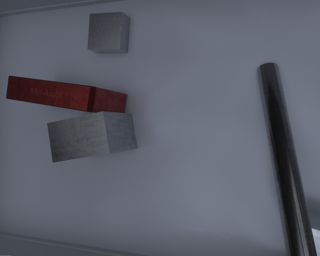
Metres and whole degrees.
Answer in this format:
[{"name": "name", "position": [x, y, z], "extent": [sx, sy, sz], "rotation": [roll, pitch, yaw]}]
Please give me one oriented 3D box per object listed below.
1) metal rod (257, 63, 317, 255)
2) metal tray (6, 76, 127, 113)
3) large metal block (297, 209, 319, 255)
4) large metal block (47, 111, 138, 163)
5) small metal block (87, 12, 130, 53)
[{"name": "metal rod", "position": [0.126, 0.063, 0.300], "extent": [0.025, 0.025, 0.299], "rotation": [-10, 61, 19]}, {"name": "metal tray", "position": [-0.123, -0.043, 0.417], "extent": [0.130, 0.090, 0.030], "rotation": [9, 93, 19]}, {"name": "large metal block", "position": [0.167, 0.137, 0.323], "extent": [0.050, 0.080, 0.079], "rotation": [13, 94, 19]}, {"name": "large metal block", "position": [-0.086, 0.011, 0.410], "extent": [0.080, 0.080, 0.050], "rotation": [-10, 87, 19]}, {"name": "small metal block", "position": [-0.072, -0.133, 0.435], "extent": [0.050, 0.025, 0.050], "rotation": [4, 92, 19]}]
